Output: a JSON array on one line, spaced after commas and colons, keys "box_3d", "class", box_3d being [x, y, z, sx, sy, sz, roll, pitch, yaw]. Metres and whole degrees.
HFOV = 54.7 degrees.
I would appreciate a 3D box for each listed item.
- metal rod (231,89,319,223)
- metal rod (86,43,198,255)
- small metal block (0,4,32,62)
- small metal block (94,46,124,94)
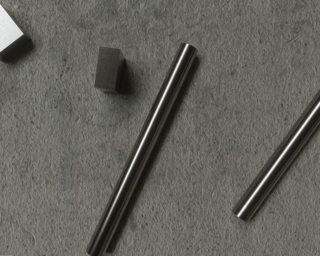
[{"box_3d": [0.193, -0.003, 0.411, 0.025, 0.025, 0.299, 36, 90, 0], "class": "metal rod"}, {"box_3d": [-0.023, 0.029, 0.409, 0.025, 0.025, 0.299, 25, 90, 0], "class": "metal rod"}, {"box_3d": [-0.210, -0.125, 0.408, 0.050, 0.025, 0.050, -38, 90, 0], "class": "small metal block"}, {"box_3d": [-0.063, -0.072, 0.397, 0.025, 0.050, 0.050, 7, 90, 0], "class": "small metal block"}]
